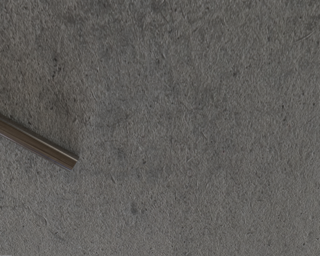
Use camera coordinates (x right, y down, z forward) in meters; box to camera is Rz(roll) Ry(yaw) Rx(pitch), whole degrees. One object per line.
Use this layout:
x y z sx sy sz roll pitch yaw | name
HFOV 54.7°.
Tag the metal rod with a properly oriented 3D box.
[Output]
-0.244 -0.026 0.396 0.301 0.025 0.025 31 107 -11 | metal rod
